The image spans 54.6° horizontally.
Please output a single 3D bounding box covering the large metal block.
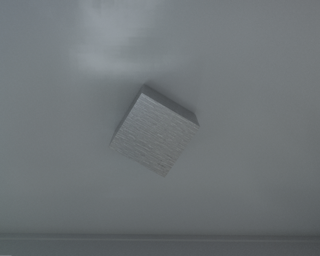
[{"bbox_3d":[-0.008,0.003,0.395,0.080,0.050,0.080,30,107,-11],"label":"large metal block"}]
